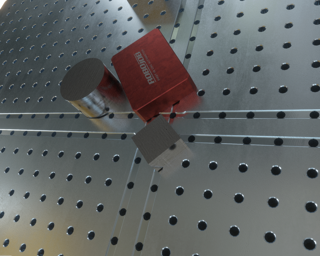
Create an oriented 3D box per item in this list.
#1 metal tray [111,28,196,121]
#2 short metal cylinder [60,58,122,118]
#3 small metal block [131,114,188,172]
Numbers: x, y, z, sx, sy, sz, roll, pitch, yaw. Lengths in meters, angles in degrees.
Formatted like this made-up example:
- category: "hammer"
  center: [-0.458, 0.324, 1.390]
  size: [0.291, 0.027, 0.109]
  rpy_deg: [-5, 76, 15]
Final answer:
- category: "metal tray"
  center: [-0.014, -0.083, 0.464]
  size: [0.090, 0.030, 0.130]
  rpy_deg: [-32, 52, 7]
- category: "short metal cylinder"
  center: [-0.108, -0.063, 0.487]
  size: [0.080, 0.050, 0.080]
  rpy_deg: [-13, 56, 21]
- category: "small metal block"
  center: [-0.001, 0.018, 0.398]
  size: [0.050, 0.025, 0.050]
  rpy_deg: [-39, 51, 2]
